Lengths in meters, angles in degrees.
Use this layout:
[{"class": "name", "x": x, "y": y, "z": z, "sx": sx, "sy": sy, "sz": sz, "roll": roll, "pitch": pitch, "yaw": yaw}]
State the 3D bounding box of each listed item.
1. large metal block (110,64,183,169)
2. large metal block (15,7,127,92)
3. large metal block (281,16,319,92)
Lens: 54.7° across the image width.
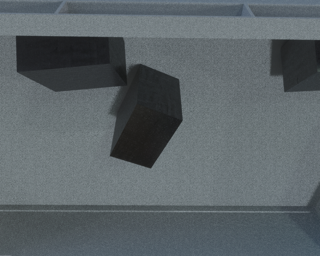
[{"class": "large metal block", "x": -0.017, "y": -0.014, "z": 0.361, "sx": 0.050, "sy": 0.080, "sz": 0.079, "roll": 20, "pitch": 127, "yaw": -16}, {"class": "large metal block", "x": -0.081, "y": -0.072, "z": 0.303, "sx": 0.080, "sy": 0.050, "sz": 0.080, "roll": -5, "pitch": 174, "yaw": 4}, {"class": "large metal block", "x": 0.176, "y": -0.070, "z": 0.307, "sx": 0.080, "sy": 0.050, "sz": 0.080, "roll": -3, "pitch": 174, "yaw": 2}]
